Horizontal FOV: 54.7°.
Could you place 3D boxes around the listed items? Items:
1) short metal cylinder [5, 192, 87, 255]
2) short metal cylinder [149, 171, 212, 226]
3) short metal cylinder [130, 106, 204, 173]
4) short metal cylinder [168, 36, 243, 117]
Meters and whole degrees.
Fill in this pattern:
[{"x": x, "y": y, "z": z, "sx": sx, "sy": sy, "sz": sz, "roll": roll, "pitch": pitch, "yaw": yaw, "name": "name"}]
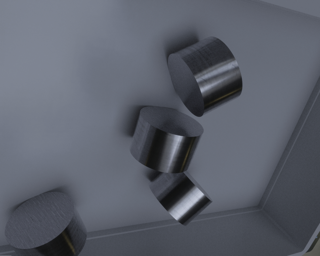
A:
[{"x": -0.136, "y": 0.125, "z": 0.376, "sx": 0.081, "sy": 0.080, "sz": 0.050, "roll": -22, "pitch": 127, "yaw": -15, "name": "short metal cylinder"}, {"x": 0.030, "y": 0.092, "z": 0.446, "sx": 0.050, "sy": 0.080, "sz": 0.080, "roll": -43, "pitch": 129, "yaw": 1, "name": "short metal cylinder"}, {"x": 0.008, "y": 0.012, "z": 0.385, "sx": 0.081, "sy": 0.080, "sz": 0.050, "roll": 4, "pitch": 117, "yaw": -30, "name": "short metal cylinder"}, {"x": 0.051, "y": -0.060, "z": 0.364, "sx": 0.050, "sy": 0.080, "sz": 0.080, "roll": -27, "pitch": 128, "yaw": -11, "name": "short metal cylinder"}]
